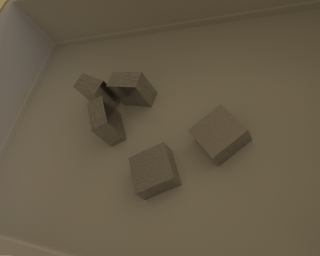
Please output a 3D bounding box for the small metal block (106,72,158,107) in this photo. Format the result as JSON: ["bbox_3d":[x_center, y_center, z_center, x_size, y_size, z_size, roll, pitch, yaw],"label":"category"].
[{"bbox_3d":[-0.040,-0.055,0.444,0.050,0.050,0.025,6,65,31],"label":"small metal block"}]

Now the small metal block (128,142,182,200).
[{"bbox_3d":[-0.007,0.052,0.377,0.050,0.025,0.050,-25,53,12],"label":"small metal block"}]

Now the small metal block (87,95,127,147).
[{"bbox_3d":[-0.075,-0.009,0.435,0.025,0.050,0.050,-27,52,11],"label":"small metal block"}]

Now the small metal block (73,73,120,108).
[{"bbox_3d":[-0.095,-0.053,0.473,0.050,0.050,0.025,22,74,36],"label":"small metal block"}]

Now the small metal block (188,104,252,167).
[{"bbox_3d":[0.070,0.008,0.364,0.050,0.025,0.050,-39,51,2],"label":"small metal block"}]
